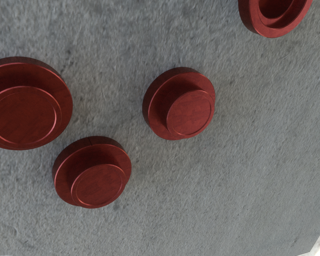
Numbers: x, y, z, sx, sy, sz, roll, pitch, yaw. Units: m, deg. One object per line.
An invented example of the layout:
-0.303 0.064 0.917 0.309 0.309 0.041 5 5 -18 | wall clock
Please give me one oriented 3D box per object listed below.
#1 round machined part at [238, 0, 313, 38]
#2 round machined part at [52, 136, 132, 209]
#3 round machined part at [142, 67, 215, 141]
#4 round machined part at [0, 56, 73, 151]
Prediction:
0.134 -0.162 0.371 0.099 0.042 0.097 -14 125 -21 | round machined part
-0.082 0.062 0.391 0.099 0.042 0.097 -14 125 -21 | round machined part
0.030 -0.025 0.399 0.099 0.042 0.097 -14 125 -21 | round machined part
-0.137 -0.018 0.310 0.099 0.042 0.097 -14 125 -21 | round machined part
